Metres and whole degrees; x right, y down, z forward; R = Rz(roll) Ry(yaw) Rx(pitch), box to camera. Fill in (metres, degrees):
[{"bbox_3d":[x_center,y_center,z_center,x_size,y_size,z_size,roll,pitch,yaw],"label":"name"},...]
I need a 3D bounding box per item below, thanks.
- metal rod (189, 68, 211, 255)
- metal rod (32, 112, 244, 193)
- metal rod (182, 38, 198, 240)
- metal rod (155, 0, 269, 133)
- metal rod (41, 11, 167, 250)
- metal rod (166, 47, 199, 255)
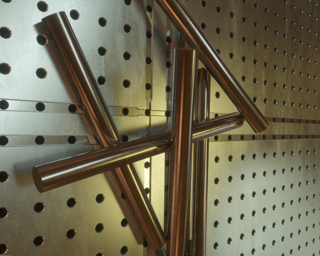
[{"bbox_3d":[0.058,0.063,0.456,0.025,0.025,0.298,3,88,-40],"label":"metal rod"},{"bbox_3d":[0.003,0.018,0.376,0.302,0.025,0.025,-15,100,-39],"label":"metal rod"},{"bbox_3d":[0.039,0.005,0.440,0.025,0.025,0.298,3,88,-40],"label":"metal rod"},{"bbox_3d":[0.058,-0.109,0.421,0.300,0.025,0.025,49,61,-17],"label":"metal rod"},{"bbox_3d":[-0.056,0.018,0.361,0.025,0.025,0.299,-34,111,-35],"label":"metal rod"},{"bbox_3d":[0.024,0.057,0.374,0.025,0.025,0.298,-16,117,-39],"label":"metal rod"}]
